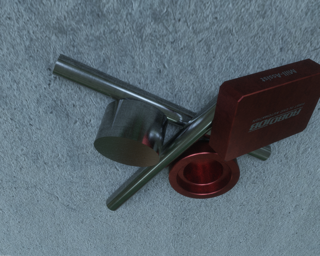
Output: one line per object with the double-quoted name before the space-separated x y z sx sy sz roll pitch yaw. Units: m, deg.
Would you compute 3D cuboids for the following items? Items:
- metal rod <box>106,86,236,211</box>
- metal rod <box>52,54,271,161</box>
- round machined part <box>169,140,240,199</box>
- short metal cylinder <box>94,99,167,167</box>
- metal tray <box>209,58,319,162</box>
"metal rod" 0.003 0.042 0.422 0.025 0.025 0.298 26 132 -21
"metal rod" 0.017 -0.018 0.394 0.302 0.025 0.025 22 127 -18
"round machined part" 0.061 0.055 0.445 0.099 0.042 0.097 0 130 0
"short metal cylinder" -0.035 0.008 0.382 0.080 0.050 0.080 10 151 6
"metal tray" 0.123 -0.021 0.352 0.131 0.030 0.089 -17 134 -23
